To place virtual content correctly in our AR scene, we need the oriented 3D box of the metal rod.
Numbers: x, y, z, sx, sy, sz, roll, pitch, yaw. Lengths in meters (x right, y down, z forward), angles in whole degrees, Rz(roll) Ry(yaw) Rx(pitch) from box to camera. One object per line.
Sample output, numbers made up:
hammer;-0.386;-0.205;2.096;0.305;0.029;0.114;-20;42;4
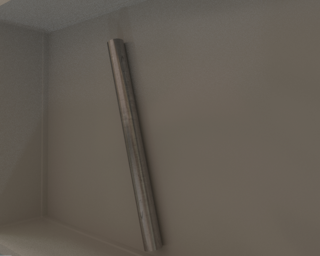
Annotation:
metal rod;-0.038;0.017;0.438;0.025;0.025;0.299;-19;78;38
